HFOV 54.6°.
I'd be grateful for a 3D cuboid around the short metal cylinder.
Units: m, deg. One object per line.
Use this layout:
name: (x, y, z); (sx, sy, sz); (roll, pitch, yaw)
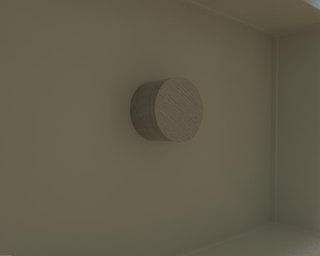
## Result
short metal cylinder: (0.009, -0.022, 0.397); (0.081, 0.050, 0.080); (0, 90, -40)
